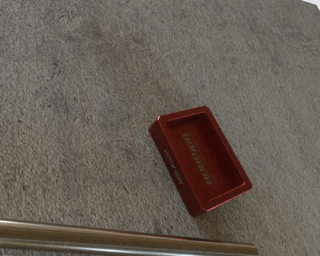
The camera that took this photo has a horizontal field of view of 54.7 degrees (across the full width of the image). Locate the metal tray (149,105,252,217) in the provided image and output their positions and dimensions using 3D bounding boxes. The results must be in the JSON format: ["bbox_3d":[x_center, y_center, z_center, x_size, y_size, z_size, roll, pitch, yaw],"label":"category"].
[{"bbox_3d":[0.053,0.038,0.407,0.091,0.030,0.130,-14,69,-34],"label":"metal tray"}]

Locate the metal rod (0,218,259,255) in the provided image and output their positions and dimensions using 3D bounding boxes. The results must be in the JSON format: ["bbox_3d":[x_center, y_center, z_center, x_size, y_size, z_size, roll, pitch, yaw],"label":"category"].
[{"bbox_3d":[-0.027,0.119,0.317,0.302,0.025,0.025,13,56,-21],"label":"metal rod"}]
